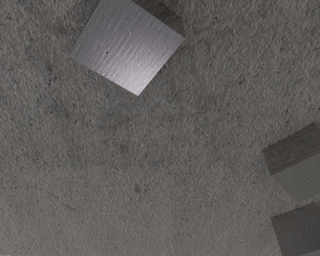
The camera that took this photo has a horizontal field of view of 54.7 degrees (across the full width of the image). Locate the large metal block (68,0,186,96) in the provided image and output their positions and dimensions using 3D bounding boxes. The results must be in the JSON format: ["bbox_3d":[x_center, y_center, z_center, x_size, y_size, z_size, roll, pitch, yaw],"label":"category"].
[{"bbox_3d":[-0.033,-0.092,0.312,0.080,0.050,0.080,29,124,-22],"label":"large metal block"}]

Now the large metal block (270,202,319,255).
[{"bbox_3d":[0.249,0.187,0.533,0.080,0.080,0.050,-29,125,22],"label":"large metal block"}]

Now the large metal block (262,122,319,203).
[{"bbox_3d":[0.206,0.051,0.436,0.080,0.050,0.080,-34,123,25],"label":"large metal block"}]
